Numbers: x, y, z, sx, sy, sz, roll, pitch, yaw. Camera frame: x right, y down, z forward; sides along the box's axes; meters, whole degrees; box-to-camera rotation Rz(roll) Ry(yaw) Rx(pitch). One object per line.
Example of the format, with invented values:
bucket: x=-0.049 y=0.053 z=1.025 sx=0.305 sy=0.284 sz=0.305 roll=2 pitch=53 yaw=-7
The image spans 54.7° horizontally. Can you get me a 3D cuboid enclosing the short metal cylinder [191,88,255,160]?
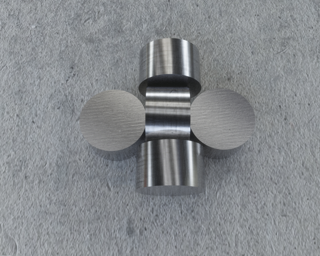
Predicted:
short metal cylinder: x=0.075 y=-0.004 z=0.397 sx=0.080 sy=0.050 sz=0.080 roll=0 pitch=70 yaw=0

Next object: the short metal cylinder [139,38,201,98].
short metal cylinder: x=0.013 y=-0.073 z=0.407 sx=0.081 sy=0.080 sz=0.050 roll=0 pitch=70 yaw=0

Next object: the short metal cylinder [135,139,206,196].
short metal cylinder: x=0.012 y=0.049 z=0.363 sx=0.081 sy=0.080 sz=0.050 roll=0 pitch=70 yaw=0

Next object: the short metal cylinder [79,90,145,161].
short metal cylinder: x=-0.057 y=-0.002 z=0.396 sx=0.081 sy=0.050 sz=0.080 roll=0 pitch=70 yaw=-1

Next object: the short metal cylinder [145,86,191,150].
short metal cylinder: x=0.009 y=-0.012 z=0.385 sx=0.050 sy=0.080 sz=0.080 roll=0 pitch=70 yaw=0
